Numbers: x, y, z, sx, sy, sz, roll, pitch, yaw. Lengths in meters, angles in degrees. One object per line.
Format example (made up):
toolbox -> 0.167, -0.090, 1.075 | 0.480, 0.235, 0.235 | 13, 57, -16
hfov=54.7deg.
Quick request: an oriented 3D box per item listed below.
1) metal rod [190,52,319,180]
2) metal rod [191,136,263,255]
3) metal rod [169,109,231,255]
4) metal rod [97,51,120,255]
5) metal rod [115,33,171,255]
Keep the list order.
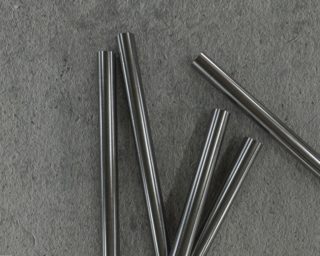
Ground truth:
metal rod -> 0.161, 0.008, 0.410 | 0.300, 0.025, 0.025 | 41, 90, 0
metal rod -> 0.056, 0.150, 0.410 | 0.025, 0.025, 0.299 | 27, 90, 0
metal rod -> 0.038, 0.120, 0.396 | 0.025, 0.025, 0.299 | 17, 85, 0
metal rod -> -0.068, 0.050, 0.409 | 0.025, 0.025, 0.298 | -1, 90, 0
metal rod -> -0.021, 0.025, 0.409 | 0.025, 0.025, 0.298 | -10, 90, 0
